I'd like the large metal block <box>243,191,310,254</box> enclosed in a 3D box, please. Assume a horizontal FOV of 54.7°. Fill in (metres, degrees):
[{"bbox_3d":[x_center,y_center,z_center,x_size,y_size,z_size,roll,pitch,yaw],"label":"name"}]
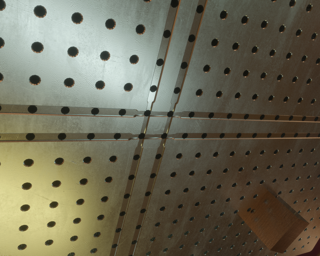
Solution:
[{"bbox_3d":[0.229,0.186,0.616,0.050,0.080,0.080,29,103,-38],"label":"large metal block"}]
